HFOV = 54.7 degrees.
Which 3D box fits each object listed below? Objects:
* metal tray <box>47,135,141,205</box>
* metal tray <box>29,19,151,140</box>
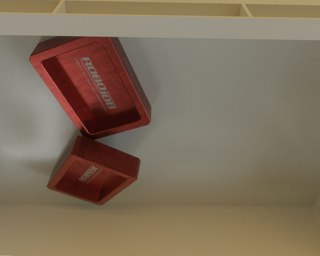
[{"bbox_3d":[-0.097,0.066,0.438,0.090,0.030,0.129,25,141,-20],"label":"metal tray"},{"bbox_3d":[-0.074,-0.049,0.362,0.090,0.030,0.130,-16,129,12],"label":"metal tray"}]
